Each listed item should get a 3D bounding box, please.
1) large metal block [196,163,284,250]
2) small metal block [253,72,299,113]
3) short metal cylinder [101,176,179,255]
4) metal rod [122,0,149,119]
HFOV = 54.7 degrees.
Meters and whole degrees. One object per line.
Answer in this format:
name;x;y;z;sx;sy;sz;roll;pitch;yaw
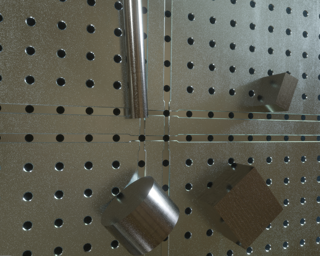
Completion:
large metal block;0.114;0.108;0.443;0.080;0.050;0.080;-40;103;-16
small metal block;0.172;-0.052;0.465;0.025;0.050;0.050;24;82;-19
short metal cylinder;-0.024;0.104;0.376;0.080;0.080;0.050;-42;104;-15
metal rod;-0.036;-0.161;0.399;0.025;0.025;0.298;-4;91;-20
